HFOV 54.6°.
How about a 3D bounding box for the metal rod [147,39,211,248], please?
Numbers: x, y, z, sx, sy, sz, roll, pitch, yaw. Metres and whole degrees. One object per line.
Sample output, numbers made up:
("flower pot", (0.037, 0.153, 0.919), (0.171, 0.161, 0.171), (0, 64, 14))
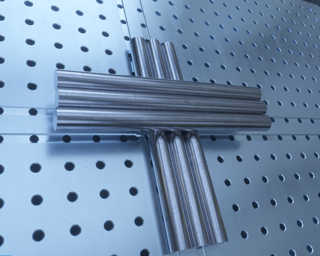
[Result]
("metal rod", (0.016, 0.002, 0.415), (0.025, 0.025, 0.299), (2, 61, -27))

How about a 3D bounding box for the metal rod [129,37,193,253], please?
("metal rod", (-0.005, 0.003, 0.403), (0.025, 0.025, 0.299), (2, 61, -27))

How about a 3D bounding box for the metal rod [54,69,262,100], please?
("metal rod", (0.017, -0.053, 0.417), (0.302, 0.025, 0.025), (0, 62, -28))

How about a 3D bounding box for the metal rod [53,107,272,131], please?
("metal rod", (0.024, -0.009, 0.394), (0.302, 0.025, 0.025), (0, 62, -28))

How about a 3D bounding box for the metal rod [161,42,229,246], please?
("metal rod", (0.039, 0.003, 0.426), (0.025, 0.025, 0.299), (2, 61, -27))

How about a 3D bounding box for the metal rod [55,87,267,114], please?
("metal rod", (0.022, -0.031, 0.406), (0.302, 0.025, 0.025), (0, 62, -28))
